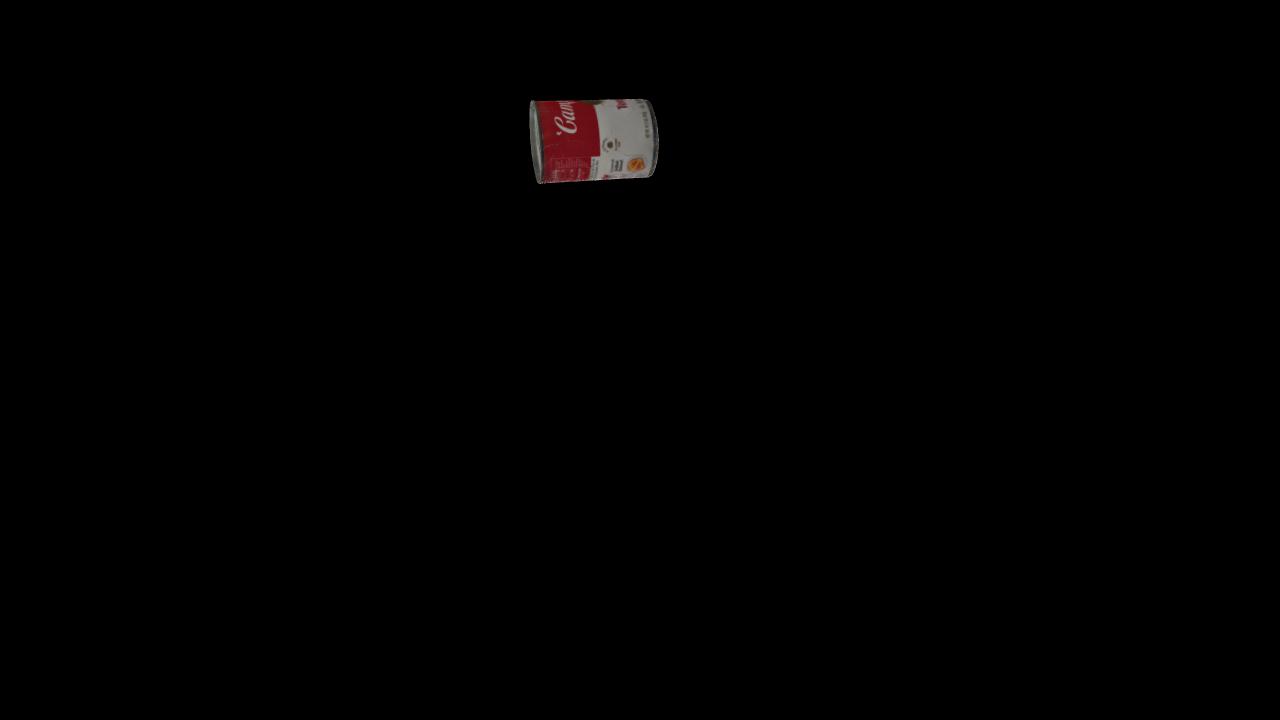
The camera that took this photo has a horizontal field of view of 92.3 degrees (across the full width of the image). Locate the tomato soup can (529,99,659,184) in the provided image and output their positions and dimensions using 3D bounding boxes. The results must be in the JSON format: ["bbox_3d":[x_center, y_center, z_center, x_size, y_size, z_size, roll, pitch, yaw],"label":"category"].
[{"bbox_3d":[-0.040,-0.189,0.531,0.101,0.068,0.068,-7,2,-14],"label":"tomato soup can"}]
